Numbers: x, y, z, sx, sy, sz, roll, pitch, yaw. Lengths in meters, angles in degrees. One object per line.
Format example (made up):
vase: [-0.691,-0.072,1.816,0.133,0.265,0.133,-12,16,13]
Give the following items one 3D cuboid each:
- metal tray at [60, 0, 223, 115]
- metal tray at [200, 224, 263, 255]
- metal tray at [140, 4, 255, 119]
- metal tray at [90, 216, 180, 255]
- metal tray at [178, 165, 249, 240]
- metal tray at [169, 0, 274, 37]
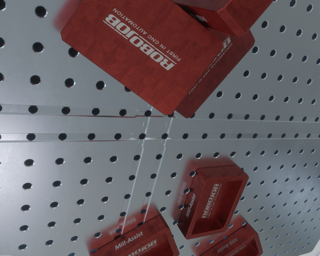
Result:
metal tray: [-0.016,-0.085,0.305,0.130,0.030,0.090,36,99,-8]
metal tray: [0.152,0.270,0.656,0.131,0.030,0.090,-31,129,-8]
metal tray: [0.048,-0.081,0.368,0.130,0.030,0.090,-49,145,7]
metal tray: [-0.038,0.212,0.517,0.131,0.030,0.090,-26,128,-12]
metal tray: [0.091,0.128,0.535,0.091,0.030,0.129,0,119,-28]
metal tray: [0.062,-0.140,0.288,0.030,0.130,0.090,36,98,-32]
